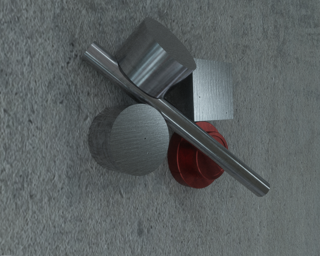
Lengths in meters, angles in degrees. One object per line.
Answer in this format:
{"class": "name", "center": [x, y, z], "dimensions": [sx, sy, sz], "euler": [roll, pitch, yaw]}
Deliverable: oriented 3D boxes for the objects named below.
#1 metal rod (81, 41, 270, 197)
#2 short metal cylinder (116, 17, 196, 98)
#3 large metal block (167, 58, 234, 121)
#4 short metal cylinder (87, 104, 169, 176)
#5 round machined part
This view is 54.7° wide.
{"class": "metal rod", "center": [0.033, 0.000, 0.389], "dimensions": [0.301, 0.025, 0.025], "euler": [38, 66, -19]}
{"class": "short metal cylinder", "center": [-0.004, -0.081, 0.362], "dimensions": [0.080, 0.050, 0.080], "euler": [36, 29, -23]}
{"class": "large metal block", "center": [0.057, -0.051, 0.434], "dimensions": [0.081, 0.050, 0.079], "euler": [-4, 93, -40]}
{"class": "short metal cylinder", "center": [-0.036, 0.013, 0.361], "dimensions": [0.081, 0.050, 0.080], "euler": [0, 90, -40]}
{"class": "round machined part", "center": [0.061, 0.039, 0.445], "dimensions": [0.099, 0.042, 0.097], "euler": [0, 90, -40]}
